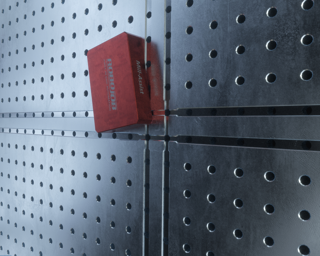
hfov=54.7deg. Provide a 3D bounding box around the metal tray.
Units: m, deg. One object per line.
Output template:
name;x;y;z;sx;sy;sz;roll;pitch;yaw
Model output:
metal tray;-0.062;-0.063;0.455;0.090;0.030;0.129;-13;82;39
